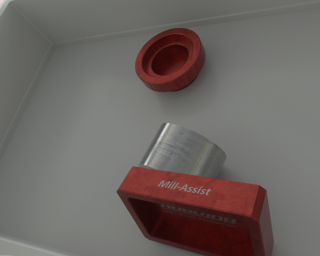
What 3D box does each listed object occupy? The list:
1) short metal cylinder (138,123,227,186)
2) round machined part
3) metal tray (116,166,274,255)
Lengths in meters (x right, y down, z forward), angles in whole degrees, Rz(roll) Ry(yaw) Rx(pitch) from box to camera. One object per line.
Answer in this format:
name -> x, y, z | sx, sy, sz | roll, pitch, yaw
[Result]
short metal cylinder -> 0.024, 0.037, 0.334 | 0.080, 0.080, 0.050 | 18, 72, 35
round machined part -> 0.018, -0.091, 0.440 | 0.098, 0.042, 0.098 | -13, 56, 20
metal tray -> 0.033, 0.084, 0.291 | 0.130, 0.090, 0.030 | 4, 44, 29
